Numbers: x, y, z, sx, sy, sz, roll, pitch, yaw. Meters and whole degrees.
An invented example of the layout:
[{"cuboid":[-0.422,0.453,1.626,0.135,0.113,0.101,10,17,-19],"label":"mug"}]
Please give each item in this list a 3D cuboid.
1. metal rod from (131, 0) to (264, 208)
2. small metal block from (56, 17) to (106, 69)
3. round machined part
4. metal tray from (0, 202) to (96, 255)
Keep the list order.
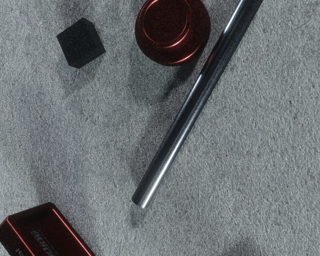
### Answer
[{"cuboid":[0.043,-0.030,0.393,0.025,0.025,0.299,31,100,17],"label":"metal rod"},{"cuboid":[-0.114,-0.122,0.448,0.050,0.025,0.050,-27,81,17],"label":"small metal block"},{"cuboid":[0.012,-0.131,0.395,0.098,0.042,0.097,0,90,19],"label":"round machined part"},{"cuboid":[-0.148,0.168,0.424,0.130,0.090,0.030,45,104,14],"label":"metal tray"}]
